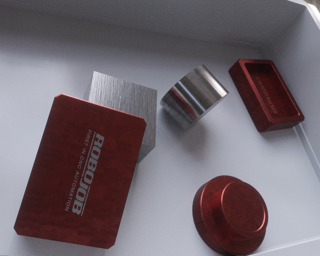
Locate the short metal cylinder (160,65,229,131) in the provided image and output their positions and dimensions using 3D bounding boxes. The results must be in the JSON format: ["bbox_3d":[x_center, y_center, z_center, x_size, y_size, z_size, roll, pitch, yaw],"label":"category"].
[{"bbox_3d":[0.046,-0.040,0.422,0.050,0.080,0.081,50,51,6],"label":"short metal cylinder"}]

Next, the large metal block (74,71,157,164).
[{"bbox_3d":[-0.051,-0.011,0.370,0.081,0.050,0.080,15,56,-21],"label":"large metal block"}]

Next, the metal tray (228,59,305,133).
[{"bbox_3d":[0.185,-0.060,0.541,0.091,0.030,0.130,-6,65,-31],"label":"metal tray"}]

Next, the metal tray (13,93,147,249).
[{"bbox_3d":[-0.074,0.042,0.301,0.091,0.030,0.129,17,82,-17],"label":"metal tray"}]

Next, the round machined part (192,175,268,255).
[{"bbox_3d":[0.093,0.104,0.383,0.099,0.042,0.098,14,56,-21],"label":"round machined part"}]
